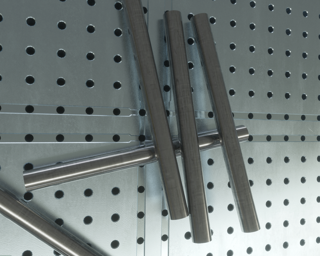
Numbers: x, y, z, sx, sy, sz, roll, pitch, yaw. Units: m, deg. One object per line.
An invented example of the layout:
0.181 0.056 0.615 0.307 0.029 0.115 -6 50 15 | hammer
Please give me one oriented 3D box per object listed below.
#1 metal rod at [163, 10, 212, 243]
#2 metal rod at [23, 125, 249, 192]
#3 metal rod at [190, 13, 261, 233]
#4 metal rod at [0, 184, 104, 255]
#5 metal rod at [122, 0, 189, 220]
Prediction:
0.034 -0.006 0.403 0.025 0.025 0.298 -5 83 -20 | metal rod
-0.015 0.035 0.407 0.303 0.025 0.025 -11 94 -20 | metal rod
0.088 -0.010 0.422 0.025 0.025 0.298 -11 85 -20 | metal rod
-0.134 0.120 0.363 0.300 0.025 0.025 42 77 -16 | metal rod
-0.008 -0.035 0.391 0.025 0.025 0.298 -11 87 -20 | metal rod
